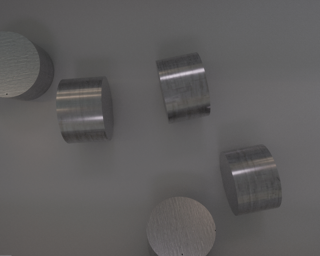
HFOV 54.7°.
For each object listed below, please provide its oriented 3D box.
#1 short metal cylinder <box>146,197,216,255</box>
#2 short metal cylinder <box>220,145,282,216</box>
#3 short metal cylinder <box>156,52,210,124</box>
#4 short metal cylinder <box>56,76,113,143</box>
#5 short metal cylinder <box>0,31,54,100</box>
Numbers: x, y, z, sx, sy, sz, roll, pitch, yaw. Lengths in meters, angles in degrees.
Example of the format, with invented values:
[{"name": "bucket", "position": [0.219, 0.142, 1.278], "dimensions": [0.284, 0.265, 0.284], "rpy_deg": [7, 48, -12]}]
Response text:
[{"name": "short metal cylinder", "position": [0.024, 0.132, 0.380], "dimensions": [0.081, 0.050, 0.080], "rpy_deg": [1, 52, 0]}, {"name": "short metal cylinder", "position": [0.109, 0.064, 0.385], "dimensions": [0.050, 0.080, 0.080], "rpy_deg": [-11, 90, 0]}, {"name": "short metal cylinder", "position": [0.027, -0.049, 0.384], "dimensions": [0.050, 0.080, 0.080], "rpy_deg": [-12, 90, 0]}, {"name": "short metal cylinder", "position": [-0.089, -0.022, 0.383], "dimensions": [0.050, 0.080, 0.080], "rpy_deg": [-4, 90, 0]}, {"name": "short metal cylinder", "position": [-0.185, -0.077, 0.397], "dimensions": [0.081, 0.050, 0.080], "rpy_deg": [0, 90, 0]}]
